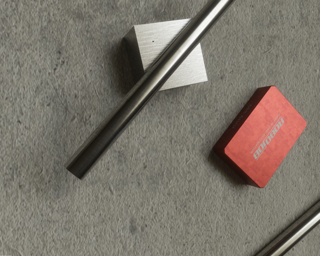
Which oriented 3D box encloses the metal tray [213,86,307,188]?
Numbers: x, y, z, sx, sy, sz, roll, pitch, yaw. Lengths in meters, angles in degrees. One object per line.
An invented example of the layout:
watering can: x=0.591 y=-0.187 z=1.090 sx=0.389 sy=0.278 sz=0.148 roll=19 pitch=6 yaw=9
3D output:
metal tray: x=0.152 y=0.012 z=0.464 sx=0.090 sy=0.030 sz=0.130 roll=43 pitch=76 yaw=-15

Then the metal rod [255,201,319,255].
metal rod: x=0.192 y=0.180 z=0.482 sx=0.302 sy=0.025 sz=0.025 roll=-31 pitch=101 yaw=-18

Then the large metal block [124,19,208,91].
large metal block: x=0.007 y=-0.090 z=0.399 sx=0.081 sy=0.050 sz=0.080 roll=-14 pitch=95 yaw=-20

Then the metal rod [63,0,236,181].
metal rod: x=0.002 y=-0.066 z=0.357 sx=0.025 sy=0.025 sz=0.300 roll=43 pitch=76 yaw=-15
